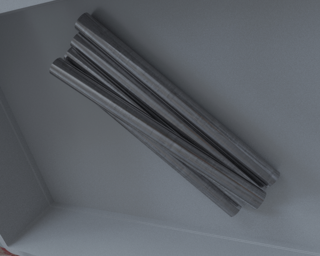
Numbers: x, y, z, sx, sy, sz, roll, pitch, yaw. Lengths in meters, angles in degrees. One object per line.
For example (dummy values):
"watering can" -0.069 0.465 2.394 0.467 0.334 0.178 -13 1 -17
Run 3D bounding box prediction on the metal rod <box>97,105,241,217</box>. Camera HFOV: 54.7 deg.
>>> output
"metal rod" -0.012 0.015 0.422 0.300 0.025 0.025 40 129 1

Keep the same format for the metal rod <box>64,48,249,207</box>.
"metal rod" -0.002 -0.003 0.407 0.300 0.025 0.025 40 129 1

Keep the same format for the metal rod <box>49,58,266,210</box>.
"metal rod" -0.007 0.003 0.380 0.301 0.025 0.025 33 129 6

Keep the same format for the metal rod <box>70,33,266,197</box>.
"metal rod" 0.011 -0.017 0.391 0.300 0.025 0.025 40 129 1

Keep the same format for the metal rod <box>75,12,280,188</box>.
"metal rod" 0.020 -0.034 0.375 0.300 0.025 0.025 40 129 1
